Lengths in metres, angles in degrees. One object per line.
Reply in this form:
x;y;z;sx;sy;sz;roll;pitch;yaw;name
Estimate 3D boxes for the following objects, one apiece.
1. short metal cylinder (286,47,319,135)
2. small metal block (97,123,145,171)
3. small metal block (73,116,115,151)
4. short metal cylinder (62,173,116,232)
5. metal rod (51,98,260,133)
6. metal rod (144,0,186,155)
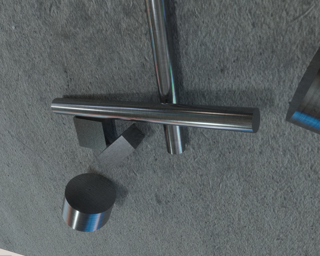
0.153;-0.032;0.271;0.050;0.080;0.079;25;127;13;short metal cylinder
-0.052;0.025;0.426;0.050;0.050;0.025;-40;96;22;small metal block
-0.096;0.004;0.460;0.050;0.025;0.050;9;122;23;small metal block
-0.117;0.121;0.508;0.080;0.080;0.050;29;128;10;short metal cylinder
-0.030;-0.020;0.383;0.300;0.025;0.025;6;122;34;metal rod
0.001;-0.102;0.343;0.025;0.025;0.298;6;121;25;metal rod
